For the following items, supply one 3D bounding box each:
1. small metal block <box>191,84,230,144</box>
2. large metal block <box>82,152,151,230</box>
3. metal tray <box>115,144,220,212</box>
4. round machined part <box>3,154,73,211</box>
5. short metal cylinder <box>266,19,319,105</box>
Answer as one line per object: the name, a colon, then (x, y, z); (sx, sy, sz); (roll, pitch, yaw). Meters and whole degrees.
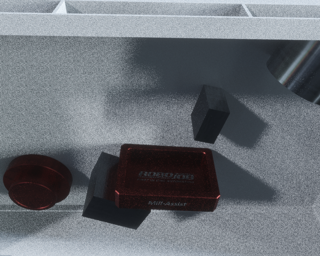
small metal block: (0.060, -0.017, 0.379); (0.025, 0.050, 0.050); (12, 129, -10)
large metal block: (-0.060, 0.091, 0.449); (0.080, 0.080, 0.050); (20, 127, -17)
metal tray: (0.009, 0.066, 0.422); (0.131, 0.090, 0.030); (3, 130, -4)
round machined part: (-0.187, 0.089, 0.471); (0.099, 0.042, 0.097); (-1, 130, 0)
short metal cylinder: (0.159, -0.068, 0.318); (0.081, 0.080, 0.050); (18, 128, -15)
